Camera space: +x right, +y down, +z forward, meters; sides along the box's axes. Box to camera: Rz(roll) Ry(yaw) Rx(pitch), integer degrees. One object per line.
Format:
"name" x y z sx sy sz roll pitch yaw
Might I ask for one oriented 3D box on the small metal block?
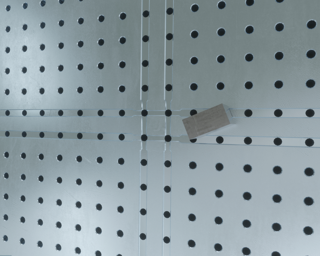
"small metal block" 0.061 -0.007 0.378 0.050 0.050 0.025 -22 83 18
